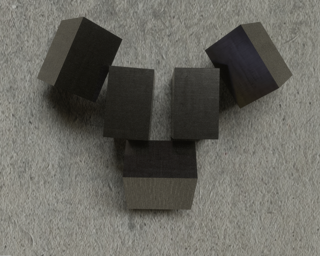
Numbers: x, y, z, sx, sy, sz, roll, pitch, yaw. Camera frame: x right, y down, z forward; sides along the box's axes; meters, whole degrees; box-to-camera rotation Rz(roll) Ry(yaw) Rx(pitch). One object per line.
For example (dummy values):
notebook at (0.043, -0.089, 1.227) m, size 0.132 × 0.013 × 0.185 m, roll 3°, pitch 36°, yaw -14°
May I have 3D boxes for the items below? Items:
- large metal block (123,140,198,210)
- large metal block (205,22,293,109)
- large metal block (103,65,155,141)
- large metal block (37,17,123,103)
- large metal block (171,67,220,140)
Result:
large metal block at (0.000, 0.059, 0.378) m, size 0.081 × 0.080 × 0.050 m, roll 1°, pitch 51°, yaw 0°
large metal block at (0.111, -0.079, 0.379) m, size 0.050 × 0.080 × 0.080 m, roll -31°, pitch 90°, yaw 37°
large metal block at (-0.035, -0.028, 0.383) m, size 0.050 × 0.080 × 0.079 m, roll 5°, pitch 90°, yaw 0°
large metal block at (-0.099, -0.082, 0.373) m, size 0.050 × 0.080 × 0.080 m, roll 23°, pitch 90°, yaw -36°
large metal block at (0.041, -0.028, 0.384) m, size 0.050 × 0.080 × 0.079 m, roll 1°, pitch 90°, yaw 0°
